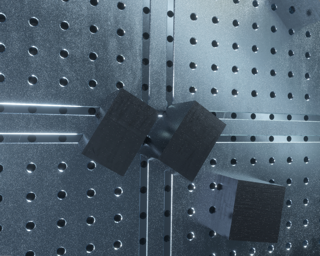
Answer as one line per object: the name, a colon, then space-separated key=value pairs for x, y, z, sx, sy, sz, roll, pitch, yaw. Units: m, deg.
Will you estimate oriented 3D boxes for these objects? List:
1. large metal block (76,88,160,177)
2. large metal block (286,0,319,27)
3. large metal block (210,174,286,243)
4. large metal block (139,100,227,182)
large metal block: x=-0.053 y=0.004 z=0.364 sx=0.050 sy=0.080 sz=0.080 roll=33 pitch=79 yaw=-17
large metal block: x=0.247 y=-0.224 z=0.490 sx=0.080 sy=0.050 sz=0.080 roll=-46 pitch=104 yaw=-14
large metal block: x=0.125 y=0.115 z=0.445 sx=0.081 sy=0.050 sz=0.080 roll=11 pitch=86 yaw=-20
large metal block: x=0.025 y=0.015 z=0.392 sx=0.050 sy=0.080 sz=0.080 roll=36 pitch=79 yaw=-17
